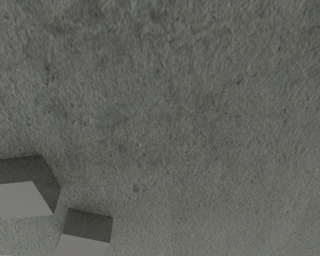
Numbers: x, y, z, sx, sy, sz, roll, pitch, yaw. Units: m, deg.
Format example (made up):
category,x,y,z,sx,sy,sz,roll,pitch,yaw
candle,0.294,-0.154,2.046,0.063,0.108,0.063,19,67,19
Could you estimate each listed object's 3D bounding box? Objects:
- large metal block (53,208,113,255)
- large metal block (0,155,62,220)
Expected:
category,x,y,z,sx,sy,sz,roll,pitch,yaw
large metal block,-0.137,0.195,0.555,0.081,0.050,0.079,18,128,-15
large metal block,-0.206,0.090,0.464,0.080,0.050,0.080,-7,130,5
